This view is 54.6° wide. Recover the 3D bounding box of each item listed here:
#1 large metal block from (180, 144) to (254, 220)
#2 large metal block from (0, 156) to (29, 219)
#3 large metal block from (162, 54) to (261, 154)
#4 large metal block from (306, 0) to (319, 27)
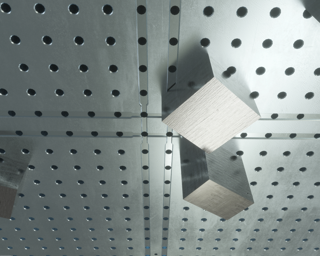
[{"bbox_3d":[0.077,0.070,0.435,0.080,0.080,0.050,30,124,-23],"label":"large metal block"},{"bbox_3d":[-0.253,0.085,0.466,0.080,0.050,0.080,19,128,-16],"label":"large metal block"},{"bbox_3d":[0.059,-0.026,0.374,0.080,0.050,0.080,34,122,-26],"label":"large metal block"},{"bbox_3d":[0.209,-0.110,0.303,0.080,0.050,0.080,35,122,-26],"label":"large metal block"}]
